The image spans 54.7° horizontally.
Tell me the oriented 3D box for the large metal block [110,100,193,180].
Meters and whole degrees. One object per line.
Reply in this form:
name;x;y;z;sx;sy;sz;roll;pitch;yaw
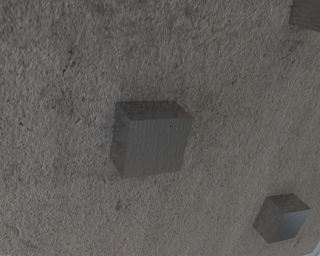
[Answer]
large metal block;-0.013;0.013;0.391;0.081;0.050;0.079;-4;120;-27

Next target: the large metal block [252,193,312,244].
large metal block;0.252;0.187;0.643;0.081;0.050;0.079;1;118;-29

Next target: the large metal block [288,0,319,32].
large metal block;0.218;-0.165;0.388;0.050;0.080;0.079;-12;124;-22
